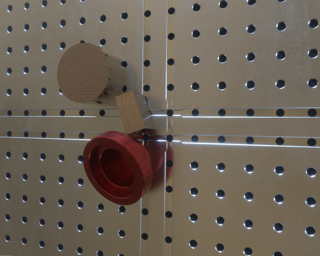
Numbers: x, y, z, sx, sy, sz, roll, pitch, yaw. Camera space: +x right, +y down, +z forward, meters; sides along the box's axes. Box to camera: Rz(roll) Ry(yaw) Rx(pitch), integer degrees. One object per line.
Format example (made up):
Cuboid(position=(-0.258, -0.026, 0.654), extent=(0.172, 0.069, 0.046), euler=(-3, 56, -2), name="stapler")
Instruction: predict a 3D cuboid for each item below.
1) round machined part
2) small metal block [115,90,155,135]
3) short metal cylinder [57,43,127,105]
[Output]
Cuboid(position=(-0.050, 0.049, 0.409), extent=(0.098, 0.042, 0.097), euler=(14, 118, 28), name="round machined part")
Cuboid(position=(-0.032, -0.019, 0.409), extent=(0.025, 0.050, 0.050), euler=(-19, 84, 13), name="small metal block")
Cuboid(position=(-0.094, -0.073, 0.432), extent=(0.080, 0.050, 0.079), euler=(0, 90, 20), name="short metal cylinder")
